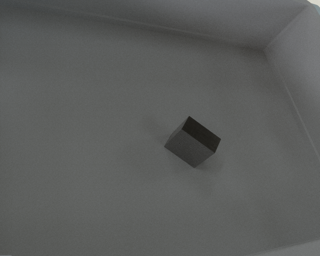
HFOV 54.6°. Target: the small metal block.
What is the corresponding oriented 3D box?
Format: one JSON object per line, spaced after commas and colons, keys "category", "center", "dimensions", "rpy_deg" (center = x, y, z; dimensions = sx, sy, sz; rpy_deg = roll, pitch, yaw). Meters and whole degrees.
{"category": "small metal block", "center": [0.041, 0.019, 0.399], "dimensions": [0.050, 0.050, 0.025], "rpy_deg": [36, 51, -5]}
